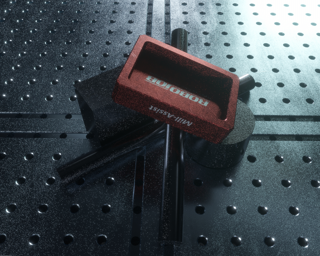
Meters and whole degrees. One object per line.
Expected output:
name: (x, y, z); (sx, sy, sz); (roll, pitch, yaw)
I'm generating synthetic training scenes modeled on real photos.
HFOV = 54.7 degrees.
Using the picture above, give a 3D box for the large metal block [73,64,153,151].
large metal block: (-0.054, -0.026, 0.392); (0.081, 0.080, 0.050); (-27, 56, -21)

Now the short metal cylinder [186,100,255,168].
short metal cylinder: (0.073, 0.003, 0.388); (0.081, 0.050, 0.080); (0, 50, 0)

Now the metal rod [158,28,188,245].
metal rod: (0.020, -0.012, 0.389); (0.025, 0.025, 0.299); (3, 59, 2)

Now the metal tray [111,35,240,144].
metal tray: (0.022, -0.046, 0.351); (0.131, 0.030, 0.090); (22, 51, -6)

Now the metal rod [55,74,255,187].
metal rod: (0.010, -0.006, 0.413); (0.302, 0.025, 0.025); (-27, 55, -21)
